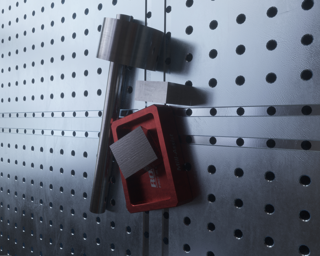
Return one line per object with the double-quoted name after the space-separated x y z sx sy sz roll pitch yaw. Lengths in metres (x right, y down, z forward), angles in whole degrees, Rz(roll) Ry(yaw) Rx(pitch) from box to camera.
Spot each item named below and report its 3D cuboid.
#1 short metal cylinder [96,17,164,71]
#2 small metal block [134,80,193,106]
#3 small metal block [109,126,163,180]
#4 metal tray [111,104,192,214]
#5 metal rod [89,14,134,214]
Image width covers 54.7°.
-0.039 -0.108 0.404 0.080 0.081 0.050 22 104 37 "short metal cylinder"
0.005 -0.043 0.388 0.050 0.050 0.025 9 96 39 "small metal block"
-0.030 0.033 0.404 0.050 0.025 0.050 -34 68 11 "small metal block"
-0.014 0.042 0.415 0.090 0.030 0.129 -20 77 38 "metal tray"
-0.075 -0.016 0.468 0.025 0.025 0.298 15 100 38 "metal rod"
